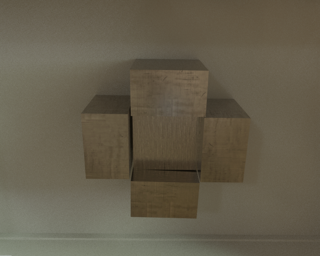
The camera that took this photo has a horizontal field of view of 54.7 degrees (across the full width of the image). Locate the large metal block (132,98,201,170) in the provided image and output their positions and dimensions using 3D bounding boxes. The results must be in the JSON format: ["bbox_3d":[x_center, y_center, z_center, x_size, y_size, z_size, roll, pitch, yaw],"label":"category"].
[{"bbox_3d":[0.008,0.006,0.398,0.081,0.050,0.079,1,110,-1],"label":"large metal block"}]

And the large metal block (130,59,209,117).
[{"bbox_3d":[0.009,-0.050,0.362,0.081,0.080,0.050,1,110,-1],"label":"large metal block"}]

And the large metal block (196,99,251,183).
[{"bbox_3d":[0.073,0.013,0.386,0.050,0.080,0.079,1,110,0],"label":"large metal block"}]

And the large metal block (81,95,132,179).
[{"bbox_3d":[-0.060,0.008,0.383,0.050,0.080,0.079,1,110,0],"label":"large metal block"}]

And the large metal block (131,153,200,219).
[{"bbox_3d":[0.005,0.072,0.407,0.081,0.080,0.050,2,110,-1],"label":"large metal block"}]
